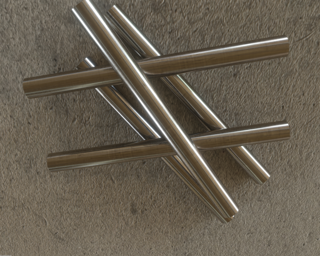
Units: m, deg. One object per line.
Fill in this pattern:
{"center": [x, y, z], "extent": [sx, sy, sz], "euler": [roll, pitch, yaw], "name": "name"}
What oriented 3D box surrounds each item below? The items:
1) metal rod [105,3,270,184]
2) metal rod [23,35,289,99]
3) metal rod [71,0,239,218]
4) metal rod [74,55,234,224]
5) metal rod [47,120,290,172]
{"center": [0.043, -0.033, 0.399], "extent": [0.025, 0.025, 0.300], "euler": [-41, 106, 13], "name": "metal rod"}
{"center": [-0.007, -0.070, 0.359], "extent": [0.302, 0.025, 0.025], "euler": [-9, 110, 2], "name": "metal rod"}
{"center": [0.006, -0.009, 0.355], "extent": [0.025, 0.025, 0.299], "euler": [-33, 107, 11], "name": "metal rod"}
{"center": [0.002, 0.026, 0.420], "extent": [0.025, 0.025, 0.300], "euler": [-39, 106, 13], "name": "metal rod"}
{"center": [0.009, 0.024, 0.394], "extent": [0.302, 0.025, 0.025], "euler": [-8, 110, 2], "name": "metal rod"}
